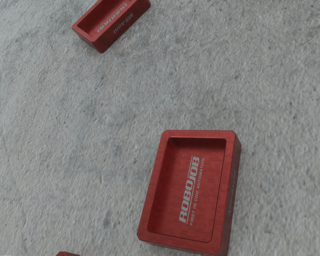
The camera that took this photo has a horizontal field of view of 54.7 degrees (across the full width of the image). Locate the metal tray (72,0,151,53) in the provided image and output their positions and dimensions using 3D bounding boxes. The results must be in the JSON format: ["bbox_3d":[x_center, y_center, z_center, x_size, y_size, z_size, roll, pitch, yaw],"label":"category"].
[{"bbox_3d":[-0.091,-0.207,0.573,0.130,0.030,0.090,-46,52,-5],"label":"metal tray"}]

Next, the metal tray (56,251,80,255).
[{"bbox_3d":[-0.096,0.209,0.321,0.090,0.030,0.130,-48,52,-6],"label":"metal tray"}]

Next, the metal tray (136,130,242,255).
[{"bbox_3d":[0.035,0.066,0.340,0.090,0.030,0.130,0,62,28],"label":"metal tray"}]
